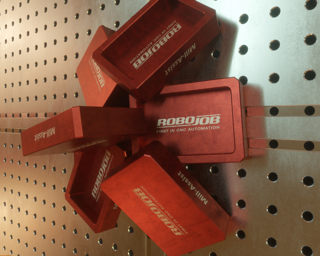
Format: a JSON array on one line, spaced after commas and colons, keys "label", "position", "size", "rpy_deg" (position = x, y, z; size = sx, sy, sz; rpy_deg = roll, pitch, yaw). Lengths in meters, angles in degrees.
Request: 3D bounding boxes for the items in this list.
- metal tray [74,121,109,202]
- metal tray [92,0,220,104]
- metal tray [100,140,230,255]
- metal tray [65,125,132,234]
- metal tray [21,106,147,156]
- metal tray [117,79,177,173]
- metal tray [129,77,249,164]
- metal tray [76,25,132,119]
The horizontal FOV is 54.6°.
[{"label": "metal tray", "position": [-0.096, 0.052, 0.487], "size": [0.090, 0.030, 0.129], "rpy_deg": [-5, 86, 39]}, {"label": "metal tray", "position": [-0.006, -0.101, 0.368], "size": [0.130, 0.030, 0.090], "rpy_deg": [-45, 57, -7]}, {"label": "metal tray", "position": [0.005, 0.086, 0.359], "size": [0.090, 0.030, 0.130], "rpy_deg": [-36, 101, 35]}, {"label": "metal tray", "position": [-0.084, 0.068, 0.437], "size": [0.090, 0.030, 0.129], "rpy_deg": [33, 111, 35]}, {"label": "metal tray", "position": [-0.090, 0.006, 0.358], "size": [0.130, 0.091, 0.030], "rpy_deg": [-16, 80, 43]}, {"label": "metal tray", "position": [-0.023, 0.000, 0.426], "size": [0.090, 0.030, 0.129], "rpy_deg": [-6, 84, 38]}, {"label": "metal tray", "position": [0.031, -0.005, 0.358], "size": [0.130, 0.030, 0.090], "rpy_deg": [-4, 87, 22]}, {"label": "metal tray", "position": [-0.079, -0.078, 0.451], "size": [0.090, 0.030, 0.130], "rpy_deg": [-53, 44, 27]}]
